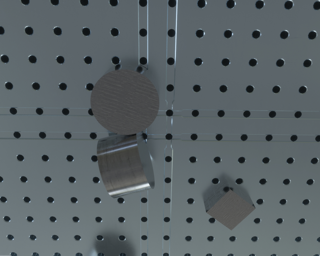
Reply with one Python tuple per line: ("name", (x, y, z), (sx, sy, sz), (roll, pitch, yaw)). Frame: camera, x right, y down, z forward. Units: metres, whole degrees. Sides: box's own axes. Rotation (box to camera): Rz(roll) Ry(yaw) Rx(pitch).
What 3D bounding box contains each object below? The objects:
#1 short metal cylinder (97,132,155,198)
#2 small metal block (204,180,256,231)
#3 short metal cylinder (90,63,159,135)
("short metal cylinder", (-0.042, 0.045, 0.400), (0.050, 0.080, 0.080), (-15, 110, 5))
("small metal block", (0.102, 0.114, 0.456), (0.050, 0.025, 0.050), (38, 106, -13))
("short metal cylinder", (-0.041, -0.038, 0.386), (0.081, 0.050, 0.079), (0, 110, 0))
